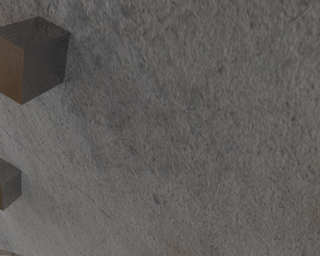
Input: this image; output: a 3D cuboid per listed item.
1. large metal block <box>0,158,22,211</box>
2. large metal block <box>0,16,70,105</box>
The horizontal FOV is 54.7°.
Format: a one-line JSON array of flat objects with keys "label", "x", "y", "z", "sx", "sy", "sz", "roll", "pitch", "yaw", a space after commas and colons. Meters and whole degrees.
[{"label": "large metal block", "x": -0.333, "y": 0.109, "z": 0.629, "sx": 0.080, "sy": 0.050, "sz": 0.079, "roll": 27, "pitch": 128, "yaw": 11}, {"label": "large metal block", "x": -0.168, "y": -0.089, "z": 0.402, "sx": 0.050, "sy": 0.080, "sz": 0.079, "roll": 30, "pitch": 128, "yaw": 9}]
